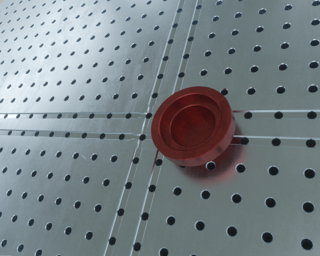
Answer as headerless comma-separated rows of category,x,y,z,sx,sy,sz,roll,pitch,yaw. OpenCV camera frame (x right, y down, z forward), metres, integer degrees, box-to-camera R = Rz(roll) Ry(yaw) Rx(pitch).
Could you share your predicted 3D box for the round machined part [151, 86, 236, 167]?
round machined part,0.042,0.001,0.374,0.098,0.042,0.098,-13,56,20
